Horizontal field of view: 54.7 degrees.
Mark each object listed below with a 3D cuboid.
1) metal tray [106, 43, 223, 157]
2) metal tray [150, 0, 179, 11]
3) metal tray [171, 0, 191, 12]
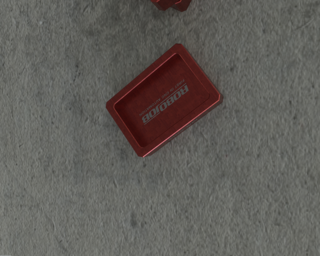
[{"bbox_3d":[0.004,-0.034,0.404,0.130,0.030,0.090,-38,78,15],"label":"metal tray"},{"bbox_3d":[0.028,-0.214,0.363,0.130,0.030,0.090,-32,80,16],"label":"metal tray"},{"bbox_3d":[-0.005,-0.222,0.407,0.130,0.030,0.090,31,100,17],"label":"metal tray"}]
